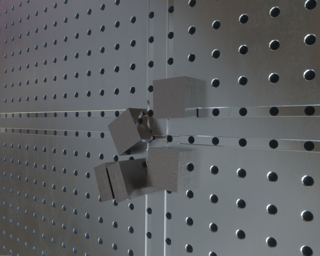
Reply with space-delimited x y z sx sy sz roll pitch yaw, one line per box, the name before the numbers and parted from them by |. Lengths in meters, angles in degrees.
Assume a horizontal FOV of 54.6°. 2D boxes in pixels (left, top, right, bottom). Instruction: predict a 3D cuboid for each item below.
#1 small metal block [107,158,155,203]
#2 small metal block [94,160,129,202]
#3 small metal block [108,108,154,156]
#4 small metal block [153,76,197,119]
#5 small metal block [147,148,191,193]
small metal block | -0.040 0.071 0.427 0.025 0.050 0.050 -28 73 37
small metal block | -0.062 0.075 0.446 0.025 0.050 0.050 -26 74 37
small metal block | -0.043 0.006 0.446 0.050 0.025 0.050 -37 68 34
small metal block | 0.019 -0.037 0.395 0.050 0.025 0.050 -1 89 40
small metal block | 0.011 0.052 0.402 0.050 0.025 0.050 4 93 40
